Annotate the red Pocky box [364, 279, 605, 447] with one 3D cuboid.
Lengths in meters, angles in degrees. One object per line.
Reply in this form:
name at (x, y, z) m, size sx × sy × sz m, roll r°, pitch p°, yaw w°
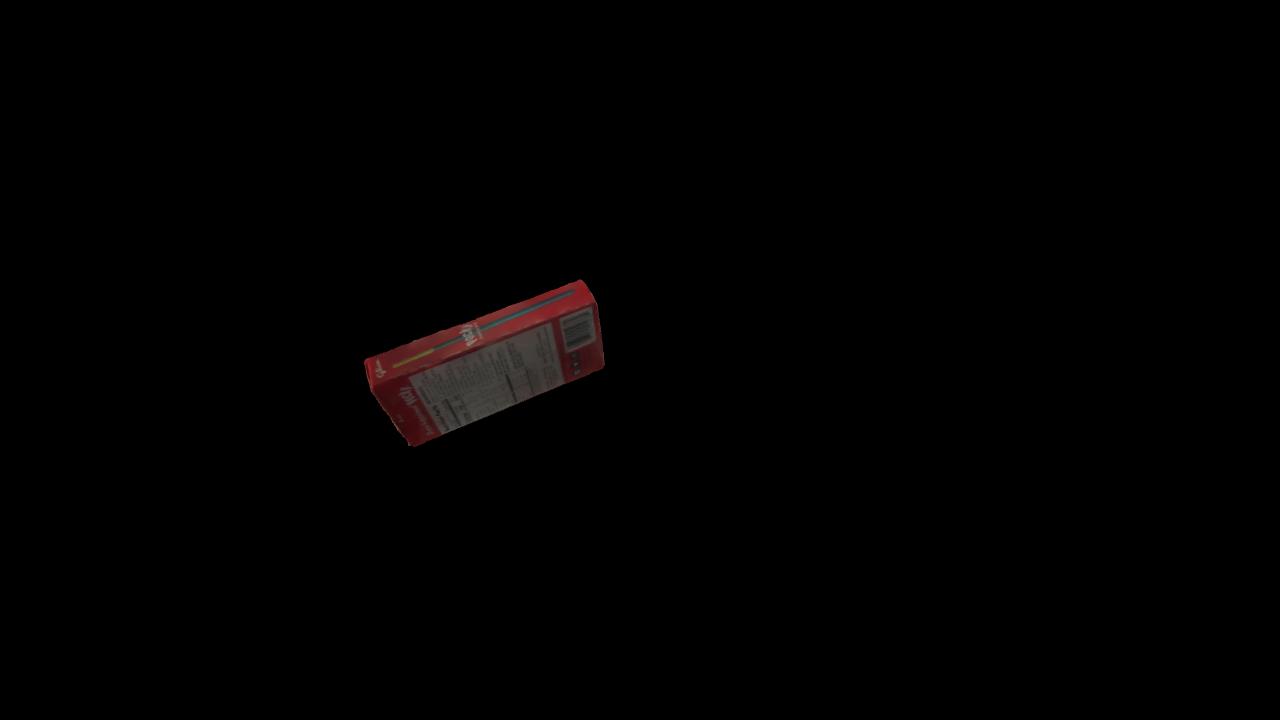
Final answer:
red Pocky box at (-0.101, 0.003, 0.433) m, size 0.155 × 0.028 × 0.083 m, roll -23°, pitch -32°, yaw -14°
